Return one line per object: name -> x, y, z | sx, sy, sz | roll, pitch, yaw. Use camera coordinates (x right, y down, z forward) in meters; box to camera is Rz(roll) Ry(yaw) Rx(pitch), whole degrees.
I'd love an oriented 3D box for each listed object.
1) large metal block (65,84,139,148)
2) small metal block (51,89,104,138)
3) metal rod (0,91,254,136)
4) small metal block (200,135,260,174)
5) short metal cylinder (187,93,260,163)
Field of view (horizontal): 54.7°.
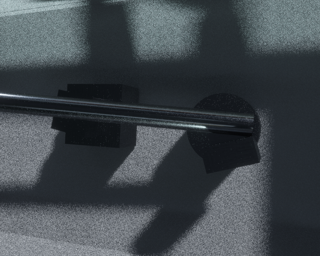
large metal block -> -0.078, -0.017, 0.420 | 0.080, 0.050, 0.079 | 3, 91, 19
small metal block -> -0.104, -0.018, 0.391 | 0.050, 0.025, 0.050 | 14, 94, 19
metal rod -> -0.051, -0.018, 0.351 | 0.301, 0.025, 0.025 | 6, 92, 11
small metal block -> 0.073, 0.026, 0.315 | 0.050, 0.050, 0.025 | -15, 85, 19
short metal cylinder -> 0.077, 0.001, 0.368 | 0.080, 0.050, 0.079 | 0, 90, 19
